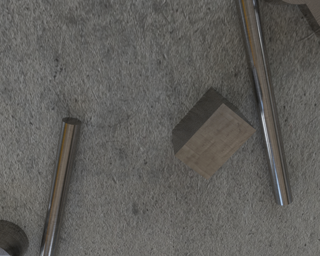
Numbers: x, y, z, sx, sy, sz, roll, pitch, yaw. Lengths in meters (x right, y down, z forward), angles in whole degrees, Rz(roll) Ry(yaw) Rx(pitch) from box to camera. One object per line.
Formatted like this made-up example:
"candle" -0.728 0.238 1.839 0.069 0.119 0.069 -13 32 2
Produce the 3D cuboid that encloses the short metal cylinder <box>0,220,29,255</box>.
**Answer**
"short metal cylinder" -0.247 0.185 0.462 0.081 0.050 0.079 0 110 0

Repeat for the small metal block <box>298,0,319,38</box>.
"small metal block" 0.198 -0.141 0.360 0.050 0.025 0.050 -38 106 12

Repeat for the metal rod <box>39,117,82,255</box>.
"metal rod" -0.154 0.126 0.454 0.025 0.025 0.298 14 109 -5

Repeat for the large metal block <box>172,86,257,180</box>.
"large metal block" 0.061 0.003 0.382 0.050 0.080 0.080 37 106 -13

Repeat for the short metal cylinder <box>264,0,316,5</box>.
"short metal cylinder" 0.144 -0.175 0.333 0.081 0.050 0.079 0 110 0

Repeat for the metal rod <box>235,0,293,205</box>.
"metal rod" 0.137 -0.029 0.400 0.025 0.025 0.298 -16 110 5
